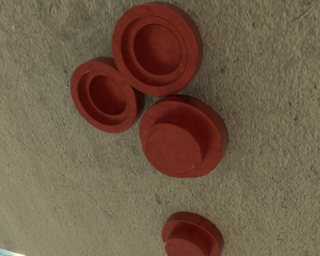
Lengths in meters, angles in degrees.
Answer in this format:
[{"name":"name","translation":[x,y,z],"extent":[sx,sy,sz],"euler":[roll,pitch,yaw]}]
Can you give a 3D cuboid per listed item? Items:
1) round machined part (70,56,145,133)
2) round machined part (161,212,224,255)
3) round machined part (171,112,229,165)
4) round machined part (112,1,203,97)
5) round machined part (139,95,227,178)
[{"name":"round machined part","translation":[-0.063,-0.045,0.401],"extent":[0.098,0.042,0.097],"euler":[13,124,21]},{"name":"round machined part","translation":[0.047,0.182,0.484],"extent":[0.098,0.042,0.097],"euler":[13,124,21]},{"name":"round machined part","translation":[0.033,0.017,0.389],"extent":[0.098,0.042,0.097],"euler":[13,124,21]},{"name":"round machined part","translation":[0.000,-0.087,0.340],"extent":[0.098,0.042,0.097],"euler":[12,122,20]},{"name":"round machined part","translation":[0.020,0.016,0.341],"extent":[0.098,0.042,0.097],"euler":[13,123,21]}]
